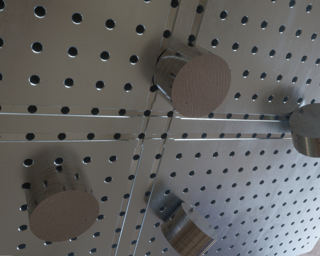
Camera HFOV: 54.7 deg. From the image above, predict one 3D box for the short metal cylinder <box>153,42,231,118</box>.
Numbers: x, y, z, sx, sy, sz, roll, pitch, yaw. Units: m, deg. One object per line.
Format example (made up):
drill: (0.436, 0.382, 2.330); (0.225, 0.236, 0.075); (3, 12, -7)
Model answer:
short metal cylinder: (0.039, -0.059, 0.380); (0.081, 0.050, 0.079); (-14, 124, -21)

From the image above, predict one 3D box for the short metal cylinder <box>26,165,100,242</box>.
short metal cylinder: (-0.122, 0.094, 0.386); (0.081, 0.050, 0.079); (-14, 124, -21)

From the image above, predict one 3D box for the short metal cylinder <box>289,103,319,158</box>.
short metal cylinder: (0.264, 0.003, 0.522); (0.080, 0.080, 0.050); (-34, 129, -6)

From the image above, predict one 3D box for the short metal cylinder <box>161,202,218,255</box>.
short metal cylinder: (0.048, 0.169, 0.506); (0.050, 0.080, 0.080); (-48, 129, 6)
